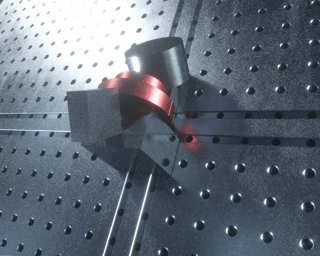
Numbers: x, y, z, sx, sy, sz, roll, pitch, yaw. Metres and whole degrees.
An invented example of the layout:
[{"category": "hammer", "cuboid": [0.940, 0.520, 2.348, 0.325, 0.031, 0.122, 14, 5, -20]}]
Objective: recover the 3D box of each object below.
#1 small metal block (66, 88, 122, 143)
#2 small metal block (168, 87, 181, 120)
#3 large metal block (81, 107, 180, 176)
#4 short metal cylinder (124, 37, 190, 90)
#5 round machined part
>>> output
[{"category": "small metal block", "cuboid": [-0.066, -0.015, 0.318, 0.025, 0.050, 0.050, 2, 101, 28]}, {"category": "small metal block", "cuboid": [-0.004, -0.034, 0.429, 0.050, 0.025, 0.050, 1, 62, 28]}, {"category": "large metal block", "cuboid": [-0.033, 0.017, 0.377, 0.080, 0.080, 0.050, 1, 62, 28]}, {"category": "short metal cylinder", "cuboid": [-0.003, -0.088, 0.425, 0.080, 0.050, 0.080, -12, 28, 7]}, {"category": "round machined part", "cuboid": [-0.029, -0.034, 0.382, 0.098, 0.098, 0.042, 1, 62, 28]}]
